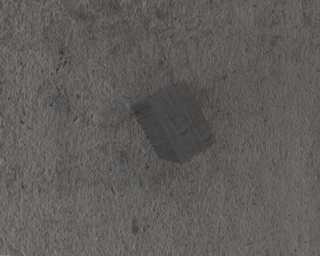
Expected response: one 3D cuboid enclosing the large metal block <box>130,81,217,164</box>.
[{"bbox_3d":[0.013,-0.006,0.384,0.050,0.080,0.080,-32,101,-17],"label":"large metal block"}]
